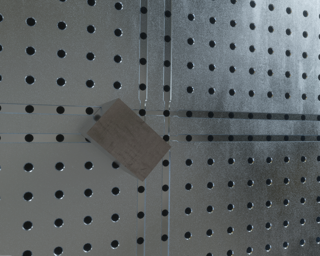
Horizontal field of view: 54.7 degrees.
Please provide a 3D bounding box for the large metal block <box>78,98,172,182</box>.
[{"bbox_3d":[-0.045,0.013,0.368,0.080,0.080,0.050,44,76,-15],"label":"large metal block"}]
